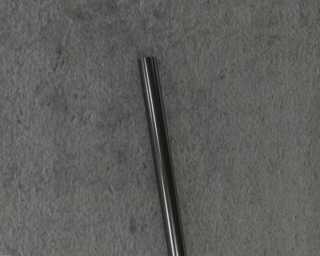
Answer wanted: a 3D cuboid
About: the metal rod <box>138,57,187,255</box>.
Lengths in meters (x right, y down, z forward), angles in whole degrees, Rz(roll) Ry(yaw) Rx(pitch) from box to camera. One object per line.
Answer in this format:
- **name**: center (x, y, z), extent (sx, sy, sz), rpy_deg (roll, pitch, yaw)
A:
- **metal rod**: center (0.006, 0.057, 0.412), extent (0.025, 0.025, 0.298), rpy_deg (-10, 94, -20)
